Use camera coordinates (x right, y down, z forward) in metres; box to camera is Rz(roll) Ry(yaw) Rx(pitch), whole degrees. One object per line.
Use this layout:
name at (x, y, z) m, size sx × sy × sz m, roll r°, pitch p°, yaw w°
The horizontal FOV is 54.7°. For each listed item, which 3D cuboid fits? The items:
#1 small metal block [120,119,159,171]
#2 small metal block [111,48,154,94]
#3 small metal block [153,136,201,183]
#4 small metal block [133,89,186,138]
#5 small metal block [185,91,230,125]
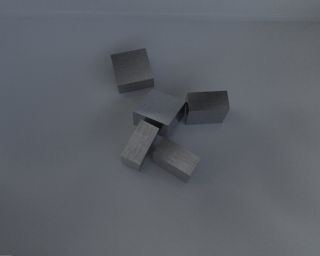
small metal block at (-0.025, 0.023, 0.387) m, size 0.025 × 0.050 × 0.050 m, roll 27°, pitch 72°, yaw 4°
small metal block at (-0.039, -0.081, 0.439) m, size 0.050 × 0.025 × 0.050 m, roll -13°, pitch 71°, yaw -5°
small metal block at (0.019, 0.040, 0.382) m, size 0.050 × 0.050 × 0.025 m, roll 30°, pitch 73°, yaw 10°
small metal block at (0.000, -0.020, 0.404) m, size 0.050 × 0.025 × 0.050 m, roll 23°, pitch 51°, yaw 18°
small metal block at (0.060, -0.025, 0.406) m, size 0.050 × 0.050 × 0.025 m, roll -3°, pitch 70°, yaw -2°
